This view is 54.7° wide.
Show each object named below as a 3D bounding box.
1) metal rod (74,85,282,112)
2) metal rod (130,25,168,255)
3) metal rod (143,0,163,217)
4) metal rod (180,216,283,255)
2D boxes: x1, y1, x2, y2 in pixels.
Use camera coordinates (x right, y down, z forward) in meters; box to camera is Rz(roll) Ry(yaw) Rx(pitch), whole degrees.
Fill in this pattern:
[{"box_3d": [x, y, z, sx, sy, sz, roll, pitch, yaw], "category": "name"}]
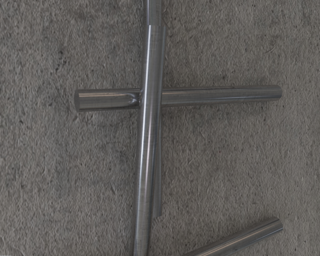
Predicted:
[{"box_3d": [0.044, -0.042, 0.404, 0.303, 0.025, 0.025, -5, 92, -28], "category": "metal rod"}, {"box_3d": [-0.016, 0.037, 0.363, 0.025, 0.025, 0.298, -1, 105, -20], "category": "metal rod"}, {"box_3d": [-0.009, -0.036, 0.405, 0.025, 0.025, 0.298, 0, 90, -20], "category": "metal rod"}, {"box_3d": [0.045, 0.176, 0.410, 0.303, 0.025, 0.025, -12, 94, -26], "category": "metal rod"}]
